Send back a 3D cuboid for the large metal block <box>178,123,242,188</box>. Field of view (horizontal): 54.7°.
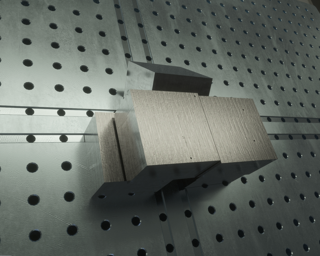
[{"bbox_3d":[0.067,0.029,0.411,0.081,0.050,0.080,-1,62,-29],"label":"large metal block"}]

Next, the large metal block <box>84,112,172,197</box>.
[{"bbox_3d":[-0.037,0.030,0.356,0.081,0.050,0.080,1,61,-28],"label":"large metal block"}]

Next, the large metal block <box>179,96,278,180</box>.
[{"bbox_3d":[0.077,0.011,0.362,0.081,0.050,0.080,0,62,-29],"label":"large metal block"}]

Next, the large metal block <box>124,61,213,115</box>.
[{"bbox_3d":[0.008,-0.052,0.403,0.081,0.050,0.080,0,20,-29],"label":"large metal block"}]

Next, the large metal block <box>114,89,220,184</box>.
[{"bbox_3d":[0.005,0.009,0.323,0.081,0.050,0.080,0,62,-29],"label":"large metal block"}]
